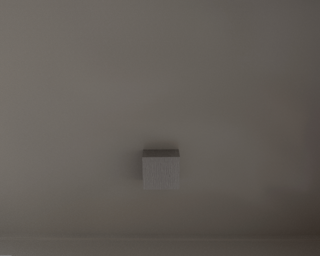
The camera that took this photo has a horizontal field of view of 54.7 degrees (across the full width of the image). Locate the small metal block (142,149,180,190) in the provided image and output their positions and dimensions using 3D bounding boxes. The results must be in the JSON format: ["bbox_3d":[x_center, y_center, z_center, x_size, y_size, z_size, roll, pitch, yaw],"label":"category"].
[{"bbox_3d":[0.002,0.058,0.433,0.050,0.025,0.050,0,110,-1],"label":"small metal block"}]
